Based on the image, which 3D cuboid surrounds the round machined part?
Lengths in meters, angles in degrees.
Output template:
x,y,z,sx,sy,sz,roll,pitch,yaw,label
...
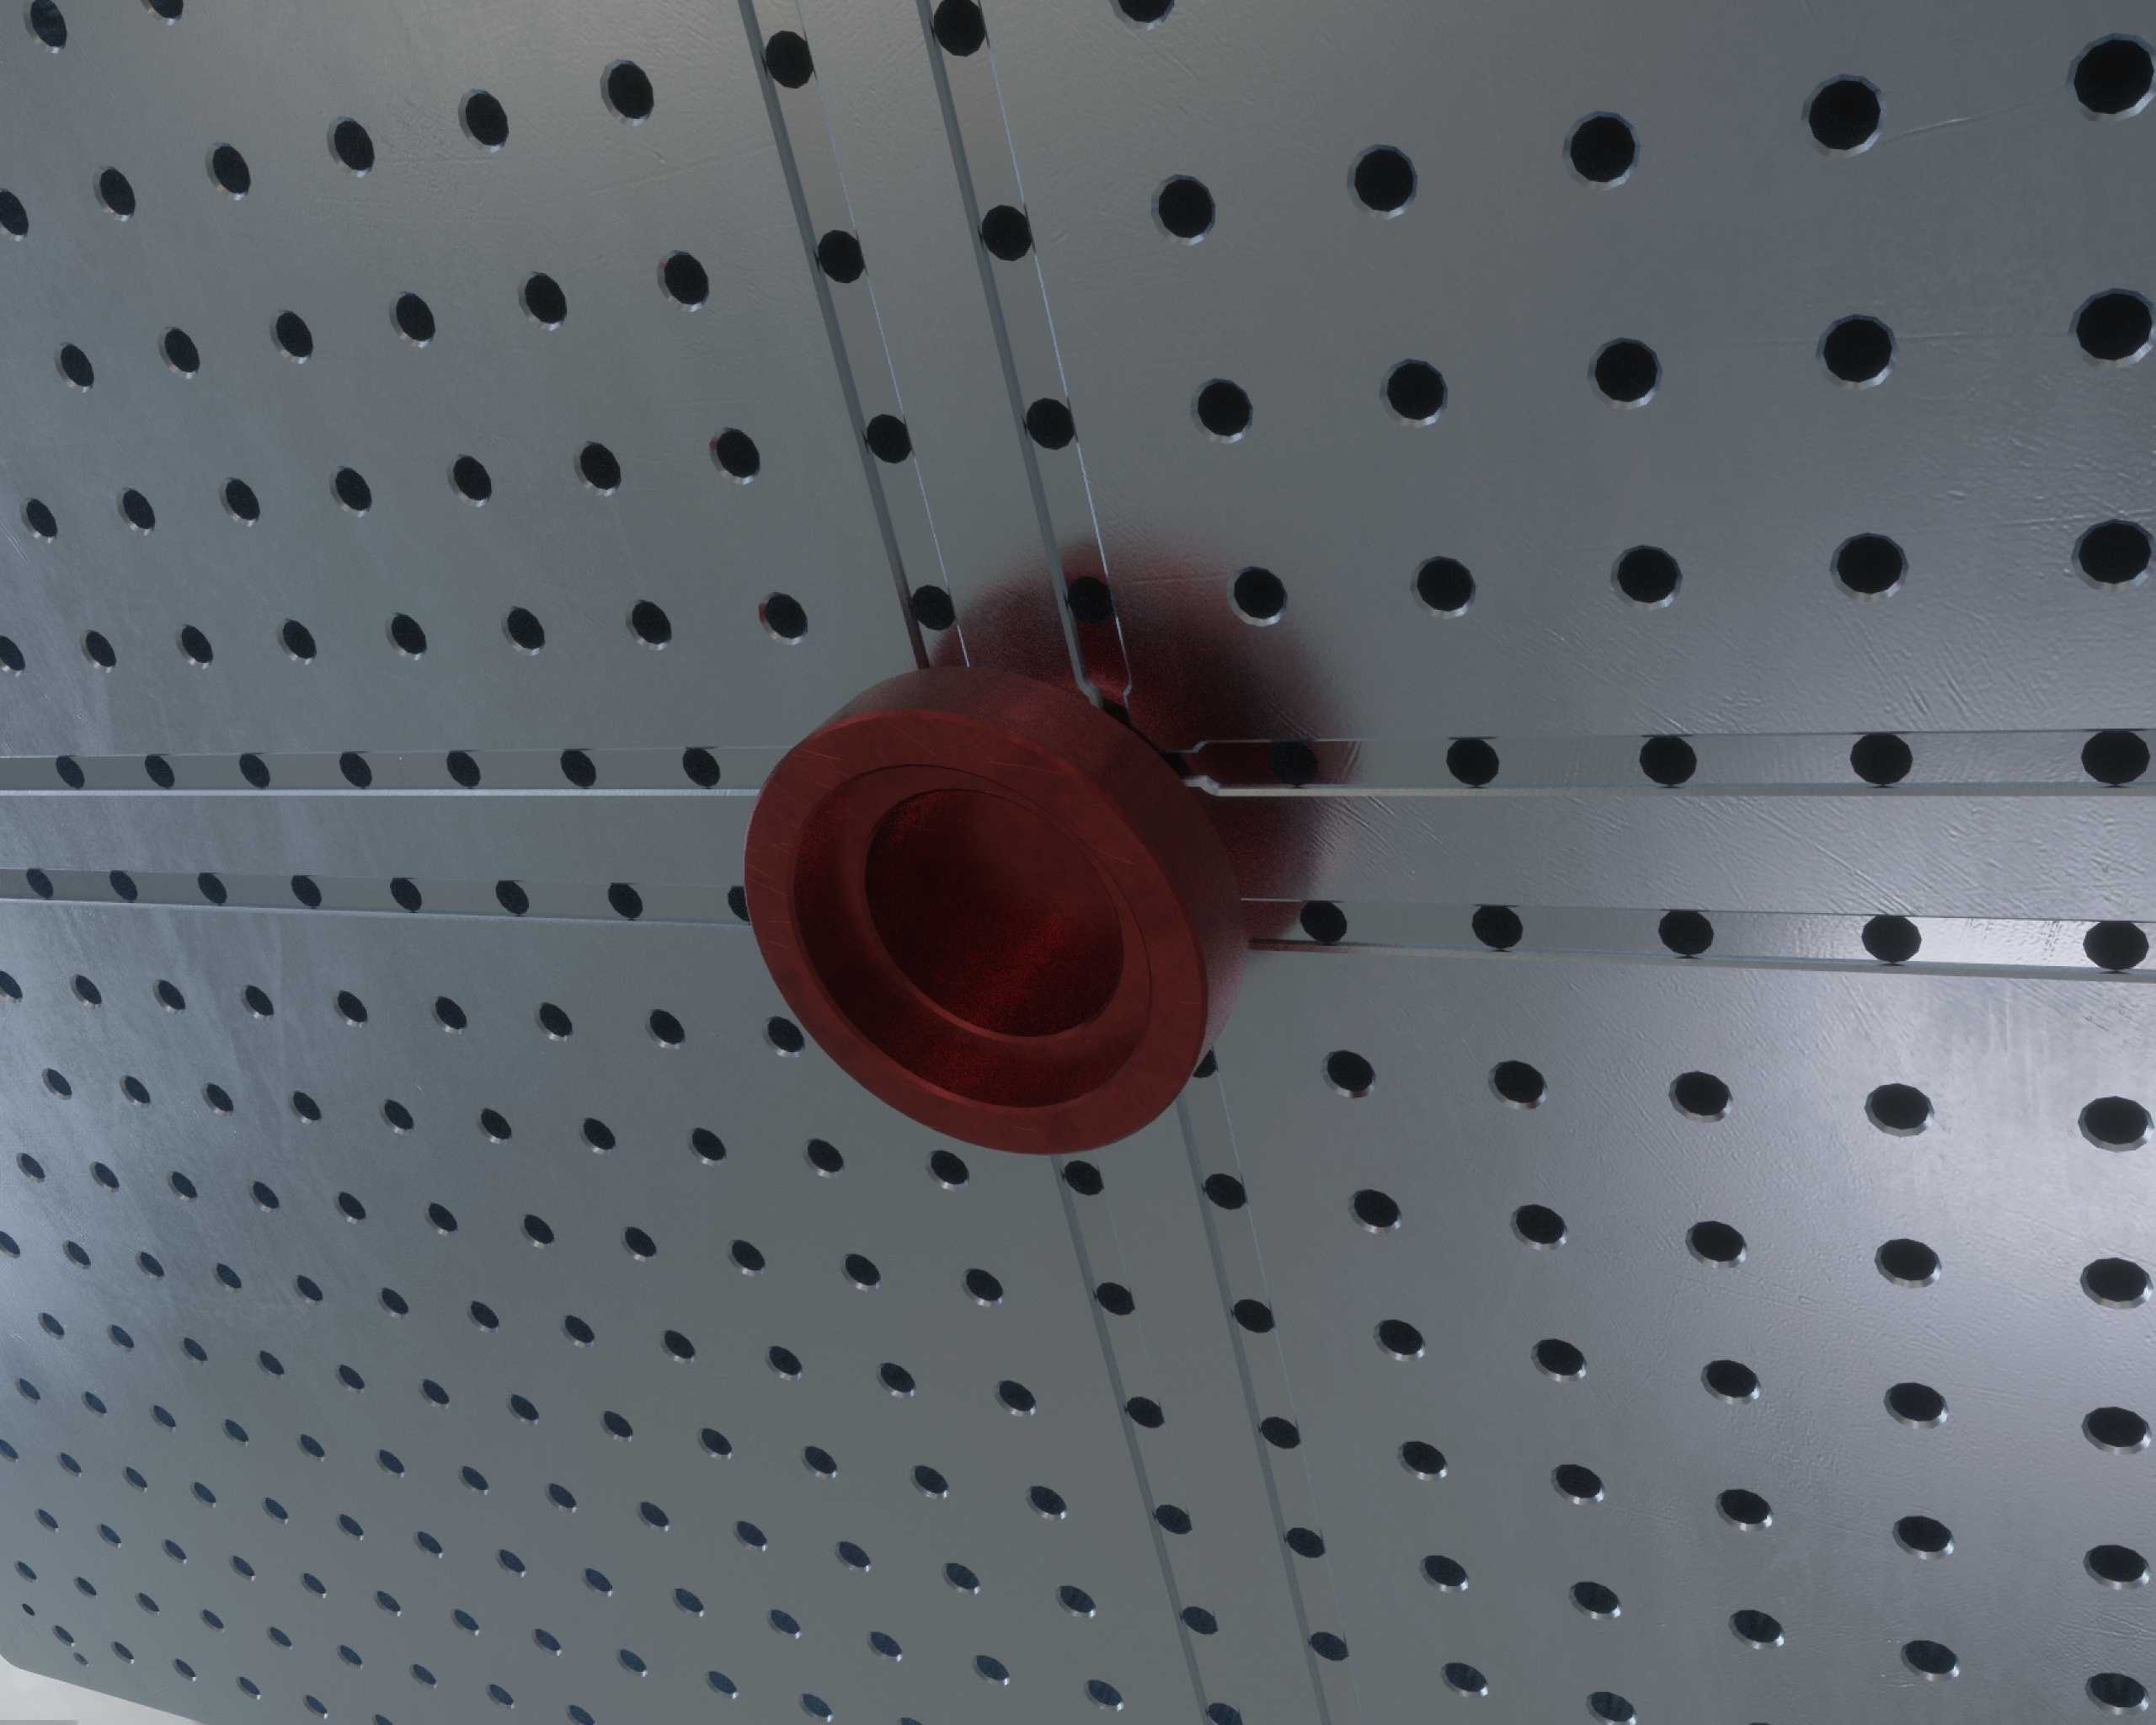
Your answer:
x,y,z,sx,sy,sz,roll,pitch,yaw,label
-0.013,0.006,0.410,0.098,0.042,0.097,13,124,21,round machined part
